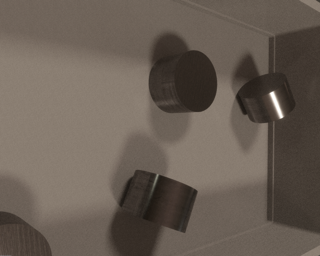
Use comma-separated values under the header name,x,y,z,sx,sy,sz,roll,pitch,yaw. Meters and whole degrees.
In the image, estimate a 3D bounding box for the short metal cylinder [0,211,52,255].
name,x,y,z,sx,sy,sz,roll,pitch,yaw
short metal cylinder,-0.144,0.118,0.271,0.081,0.050,0.079,0,90,-40

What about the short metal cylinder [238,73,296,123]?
name,x,y,z,sx,sy,sz,roll,pitch,yaw
short metal cylinder,0.181,-0.052,0.526,0.080,0.080,0.050,-45,117,-31

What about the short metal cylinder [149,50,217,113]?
name,x,y,z,sx,sy,sz,roll,pitch,yaw
short metal cylinder,0.032,-0.060,0.419,0.081,0.050,0.079,0,90,-40

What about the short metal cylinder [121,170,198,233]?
name,x,y,z,sx,sy,sz,roll,pitch,yaw
short metal cylinder,0.000,0.088,0.373,0.080,0.080,0.050,31,71,-36
